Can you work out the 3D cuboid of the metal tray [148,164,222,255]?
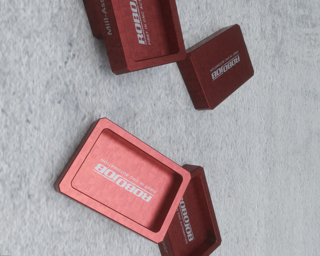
[{"bbox_3d":[0.035,0.127,0.433,0.091,0.030,0.129,-26,106,-37],"label":"metal tray"}]

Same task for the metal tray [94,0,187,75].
[{"bbox_3d":[-0.023,-0.131,0.343,0.091,0.030,0.129,-22,104,-38],"label":"metal tray"}]

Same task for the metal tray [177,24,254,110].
[{"bbox_3d":[0.090,-0.095,0.479,0.131,0.030,0.090,-38,113,-34],"label":"metal tray"}]

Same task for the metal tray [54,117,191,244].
[{"bbox_3d":[-0.037,0.060,0.349,0.130,0.030,0.090,35,68,-18],"label":"metal tray"}]

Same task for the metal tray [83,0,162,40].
[{"bbox_3d":[-0.050,-0.177,0.360,0.091,0.030,0.129,-24,106,-38],"label":"metal tray"}]
